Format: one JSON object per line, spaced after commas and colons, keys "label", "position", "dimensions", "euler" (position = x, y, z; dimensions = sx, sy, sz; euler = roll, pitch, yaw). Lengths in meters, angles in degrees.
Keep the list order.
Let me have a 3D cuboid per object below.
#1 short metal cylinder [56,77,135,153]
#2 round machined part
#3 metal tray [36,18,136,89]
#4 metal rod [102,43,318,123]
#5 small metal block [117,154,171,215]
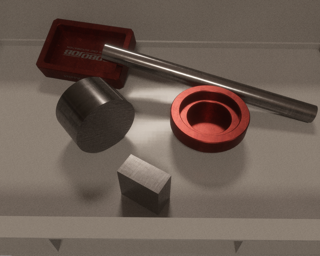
{"label": "short metal cylinder", "position": [-0.079, -0.016, 0.382], "dimensions": [0.081, 0.080, 0.050], "euler": [-32, 57, -24]}
{"label": "round machined part", "position": [0.062, -0.007, 0.401], "dimensions": [0.099, 0.042, 0.098], "euler": [0, 50, 0]}
{"label": "metal tray", "position": [-0.111, -0.116, 0.477], "dimensions": [0.131, 0.030, 0.090], "euler": [11, 72, 8]}
{"label": "metal rod", "position": [0.066, -0.064, 0.432], "dimensions": [0.302, 0.025, 0.025], "euler": [17, 52, 3]}
{"label": "small metal block", "position": [-0.016, 0.062, 0.336], "dimensions": [0.050, 0.050, 0.025], "euler": [25, 55, 19]}
